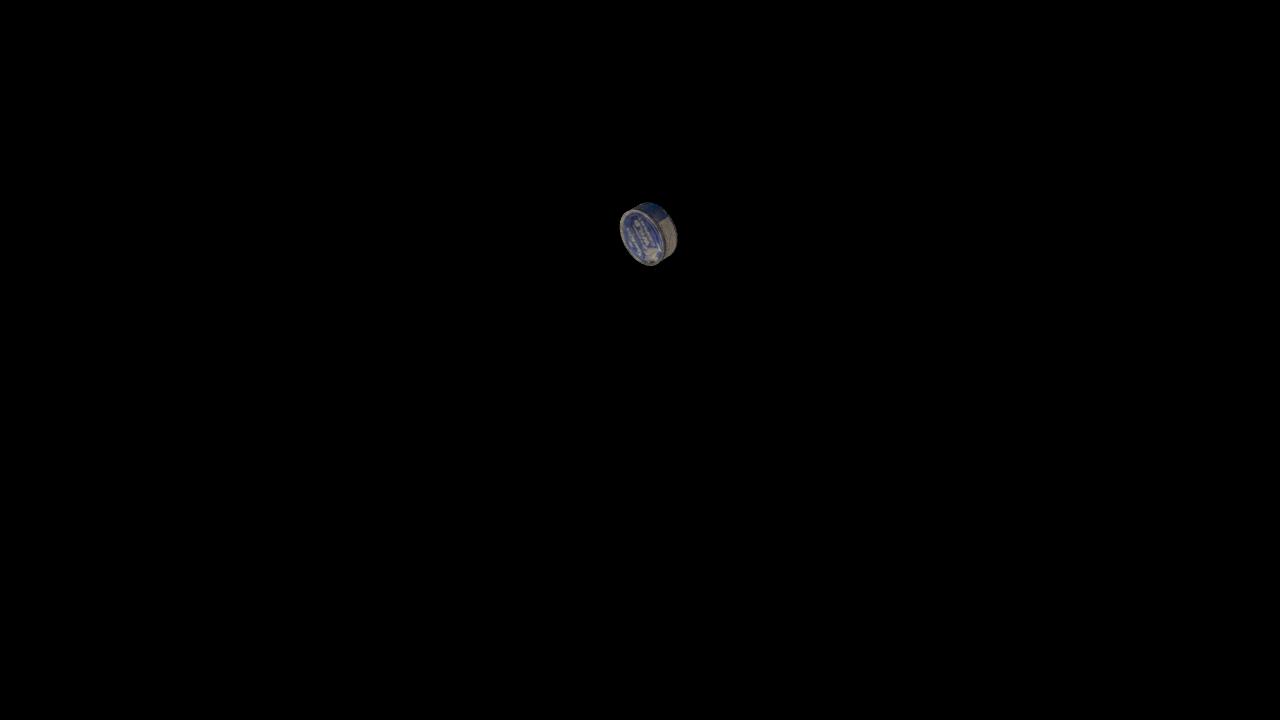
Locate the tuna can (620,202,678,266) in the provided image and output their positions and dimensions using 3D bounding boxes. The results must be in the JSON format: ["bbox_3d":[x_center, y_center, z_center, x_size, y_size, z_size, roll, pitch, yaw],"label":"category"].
[{"bbox_3d":[0.012,-0.177,0.862,0.034,0.084,0.084,-37,22,-32],"label":"tuna can"}]
